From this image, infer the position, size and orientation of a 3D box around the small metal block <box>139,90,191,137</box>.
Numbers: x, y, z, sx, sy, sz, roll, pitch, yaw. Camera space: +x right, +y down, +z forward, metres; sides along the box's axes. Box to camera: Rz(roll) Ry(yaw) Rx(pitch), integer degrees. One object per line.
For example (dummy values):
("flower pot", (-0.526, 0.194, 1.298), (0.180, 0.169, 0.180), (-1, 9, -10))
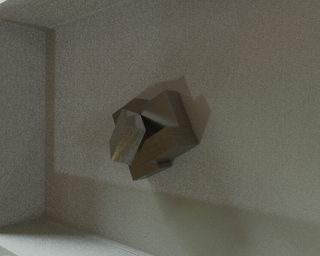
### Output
("small metal block", (0.005, -0.014, 0.399), (0.050, 0.025, 0.050), (-31, 71, 35))

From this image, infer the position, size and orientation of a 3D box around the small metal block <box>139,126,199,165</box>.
("small metal block", (0.010, 0.021, 0.378), (0.050, 0.050, 0.025), (-34, 69, 34))

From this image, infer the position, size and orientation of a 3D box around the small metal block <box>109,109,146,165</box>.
("small metal block", (-0.042, 0.010, 0.389), (0.050, 0.025, 0.050), (-115, 46, -63))

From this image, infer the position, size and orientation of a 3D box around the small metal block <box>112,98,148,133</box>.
("small metal block", (-0.035, -0.007, 0.432), (0.050, 0.025, 0.050), (-31, 71, 35))

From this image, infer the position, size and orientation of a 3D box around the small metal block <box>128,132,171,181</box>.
("small metal block", (-0.019, 0.038, 0.418), (0.050, 0.025, 0.050), (-31, 71, 35))
